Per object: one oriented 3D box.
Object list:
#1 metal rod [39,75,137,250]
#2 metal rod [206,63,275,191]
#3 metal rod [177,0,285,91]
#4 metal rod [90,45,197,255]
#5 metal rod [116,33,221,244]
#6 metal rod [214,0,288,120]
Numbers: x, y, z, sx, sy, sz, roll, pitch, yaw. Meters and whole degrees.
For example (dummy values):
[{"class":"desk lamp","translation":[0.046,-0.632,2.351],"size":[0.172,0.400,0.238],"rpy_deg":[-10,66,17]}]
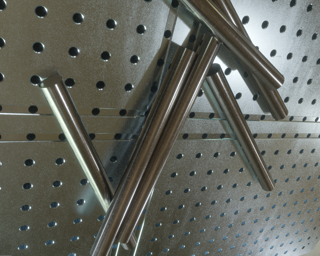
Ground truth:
[{"class":"metal rod","translation":[-0.081,0.068,0.408],"size":[0.025,0.025,0.299],"rpy_deg":[-25,128,-13]},{"class":"metal rod","translation":[0.136,0.017,0.495],"size":[0.025,0.025,0.300],"rpy_deg":[-39,129,-2]},{"class":"metal rod","translation":[0.047,-0.129,0.336],"size":[0.301,0.025,0.025],"rpy_deg":[32,100,-32]},{"class":"metal rod","translation":[-0.026,0.040,0.399],"size":[0.025,0.025,0.298],"rpy_deg":[16,103,-35]},{"class":"metal rod","translation":[0.005,0.023,0.409],"size":[0.025,0.025,0.298],"rpy_deg":[16,105,-35]},{"class":"metal rod","translation":[0.110,-0.103,0.406],"size":[0.025,0.025,0.300],"rpy_deg":[-44,129,2]}]
